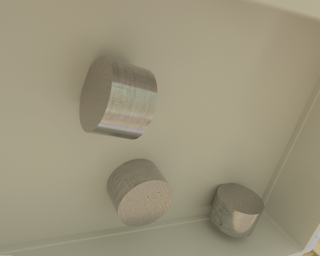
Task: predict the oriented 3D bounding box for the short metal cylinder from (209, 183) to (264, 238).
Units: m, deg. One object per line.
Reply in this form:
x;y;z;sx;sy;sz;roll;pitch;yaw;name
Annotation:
0.130;0.139;0.530;0.081;0.080;0.050;0;119;-28;short metal cylinder

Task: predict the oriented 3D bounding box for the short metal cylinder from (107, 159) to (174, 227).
-0.028;0.090;0.433;0.081;0.050;0.079;-14;124;-21;short metal cylinder

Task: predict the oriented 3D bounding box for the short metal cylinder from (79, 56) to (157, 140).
-0.046;-0.030;0.329;0.050;0.080;0.079;12;113;-33;short metal cylinder
